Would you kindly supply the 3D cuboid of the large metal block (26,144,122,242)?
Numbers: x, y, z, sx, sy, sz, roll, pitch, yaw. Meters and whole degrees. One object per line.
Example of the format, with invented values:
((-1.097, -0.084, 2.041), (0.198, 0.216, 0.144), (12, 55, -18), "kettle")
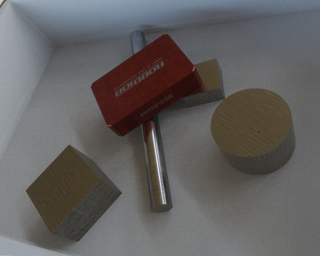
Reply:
((-0.110, 0.082, 0.396), (0.080, 0.050, 0.080), (-48, 52, -6), "large metal block")

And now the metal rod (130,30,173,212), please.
((-0.018, -0.031, 0.432), (0.025, 0.025, 0.299), (-20, 54, 16), "metal rod")

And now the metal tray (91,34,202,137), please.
((-0.022, -0.059, 0.415), (0.130, 0.030, 0.090), (-33, 52, 5), "metal tray")

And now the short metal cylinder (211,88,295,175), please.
((0.101, 0.004, 0.334), (0.080, 0.050, 0.080), (-13, 56, 20), "short metal cylinder")

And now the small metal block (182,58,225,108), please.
((0.056, -0.060, 0.412), (0.050, 0.025, 0.050), (-13, 56, 20), "small metal block")
